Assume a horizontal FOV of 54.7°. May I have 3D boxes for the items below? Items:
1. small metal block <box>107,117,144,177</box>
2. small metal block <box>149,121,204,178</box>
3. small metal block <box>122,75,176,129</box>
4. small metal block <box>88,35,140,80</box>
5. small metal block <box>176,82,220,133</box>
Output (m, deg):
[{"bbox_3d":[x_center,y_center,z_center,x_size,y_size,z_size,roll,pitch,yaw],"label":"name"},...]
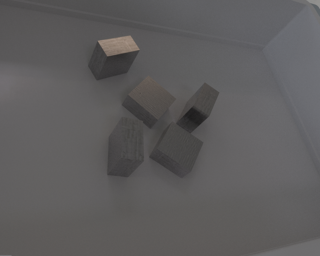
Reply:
[{"bbox_3d":[-0.040,0.023,0.354,0.025,0.050,0.050,11,57,-23],"label":"small metal block"},{"bbox_3d":[0.022,0.028,0.400,0.050,0.025,0.050,34,51,-6],"label":"small metal block"},{"bbox_3d":[-0.014,-0.035,0.419,0.050,0.025,0.050,40,51,-1],"label":"small metal block"},{"bbox_3d":[-0.062,-0.093,0.413,0.050,0.050,0.025,-22,74,-36],"label":"small metal block"},{"bbox_3d":[0.053,-0.028,0.435,0.025,0.050,0.050,34,51,-6],"label":"small metal block"}]
